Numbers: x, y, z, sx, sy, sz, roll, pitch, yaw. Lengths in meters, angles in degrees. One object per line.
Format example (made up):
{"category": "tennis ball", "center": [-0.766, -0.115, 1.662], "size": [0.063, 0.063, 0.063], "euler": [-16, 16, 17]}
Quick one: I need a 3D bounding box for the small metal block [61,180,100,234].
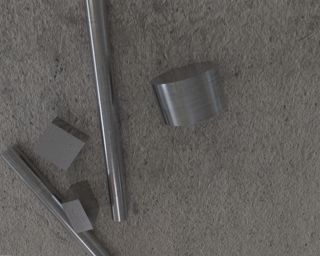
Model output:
{"category": "small metal block", "center": [-0.110, 0.109, 0.436], "size": [0.025, 0.050, 0.050], "euler": [-17, 109, 6]}

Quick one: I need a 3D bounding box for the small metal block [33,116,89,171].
{"category": "small metal block", "center": [-0.132, 0.021, 0.416], "size": [0.050, 0.025, 0.050], "euler": [34, 107, -12]}

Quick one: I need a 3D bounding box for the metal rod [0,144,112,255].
{"category": "metal rod", "center": [-0.126, 0.148, 0.463], "size": [0.025, 0.025, 0.299], "euler": [-30, 108, 10]}

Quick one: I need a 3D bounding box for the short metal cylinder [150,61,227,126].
{"category": "short metal cylinder", "center": [0.034, -0.042, 0.365], "size": [0.080, 0.080, 0.050], "euler": [-16, 110, 5]}

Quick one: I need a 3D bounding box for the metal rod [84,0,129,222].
{"category": "metal rod", "center": [-0.067, -0.009, 0.405], "size": [0.025, 0.025, 0.298], "euler": [-3, 110, 1]}
